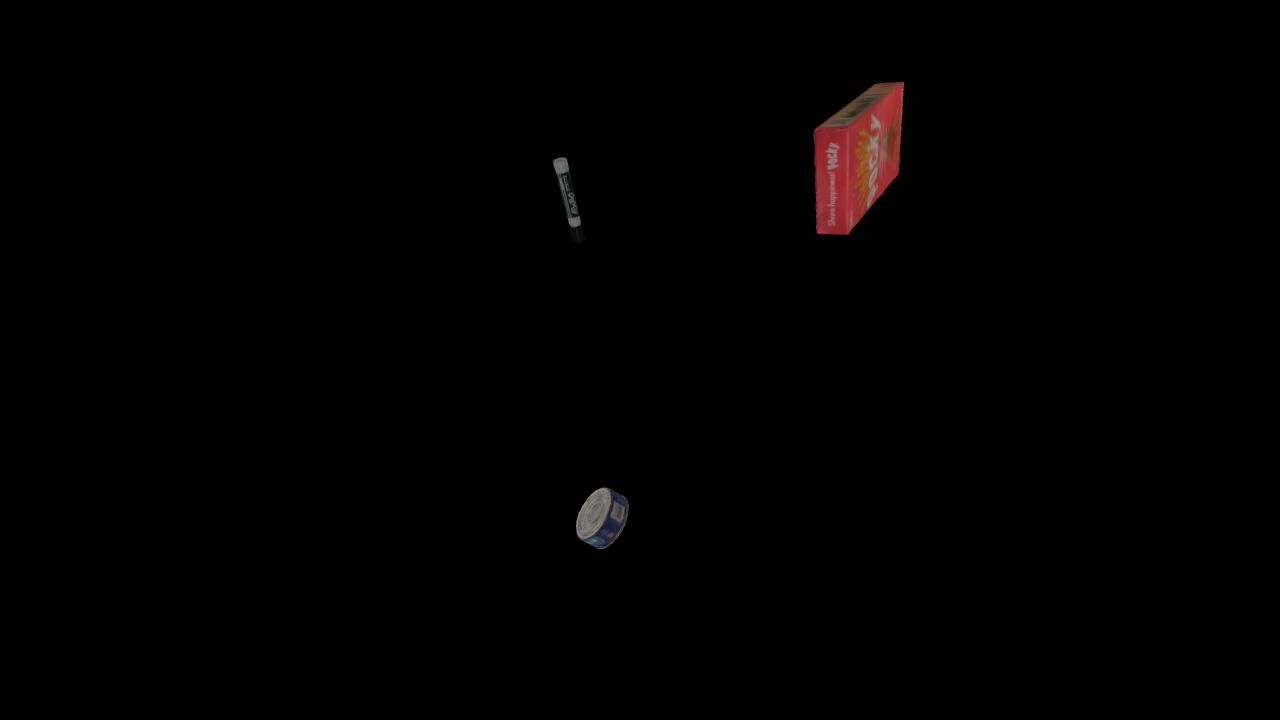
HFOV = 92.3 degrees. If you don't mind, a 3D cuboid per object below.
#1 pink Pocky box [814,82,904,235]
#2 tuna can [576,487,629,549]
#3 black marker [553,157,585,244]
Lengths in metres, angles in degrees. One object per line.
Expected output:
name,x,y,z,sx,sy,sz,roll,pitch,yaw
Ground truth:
pink Pocky box,0.186,-0.173,0.517,0.029,0.084,0.155,12,38,33
tuna can,-0.056,0.230,0.898,0.034,0.084,0.084,35,-17,-26
black marker,-0.095,-0.214,0.840,0.020,0.121,0.020,-7,37,6
